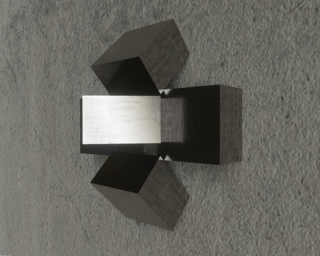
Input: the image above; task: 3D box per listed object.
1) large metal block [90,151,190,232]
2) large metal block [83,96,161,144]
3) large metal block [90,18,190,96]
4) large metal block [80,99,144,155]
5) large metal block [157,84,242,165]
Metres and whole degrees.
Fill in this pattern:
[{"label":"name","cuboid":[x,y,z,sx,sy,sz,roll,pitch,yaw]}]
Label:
[{"label":"large metal block","cuboid":[-0.023,0.075,0.380,0.080,0.080,0.050,2,48,40]},{"label":"large metal block","cuboid":[-0.043,-0.009,0.362,0.080,0.081,0.050,179,90,-84]},{"label":"large metal block","cuboid":[-0.023,-0.083,0.380,0.080,0.080,0.050,0,134,40]},{"label":"large metal block","cuboid":[-0.069,-0.003,0.445,0.080,0.050,0.079,0,90,39]},{"label":"large metal block","cuboid":[0.044,-0.004,0.349,0.080,0.050,0.079,0,90,39]}]
